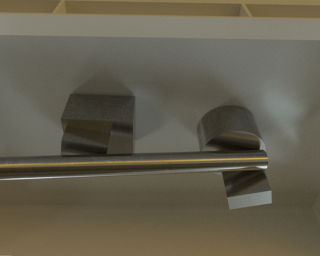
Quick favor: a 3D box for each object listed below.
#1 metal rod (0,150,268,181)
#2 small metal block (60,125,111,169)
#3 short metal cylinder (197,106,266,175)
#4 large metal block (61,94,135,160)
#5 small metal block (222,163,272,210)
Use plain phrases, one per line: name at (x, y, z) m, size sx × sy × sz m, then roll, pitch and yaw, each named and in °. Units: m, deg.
metal rod at (-0.024, 0.041, 0.349) m, size 0.302 × 0.025 × 0.025 m, roll -1°, pitch 131°, yaw -10°
small metal block at (-0.088, 0.028, 0.363) m, size 0.050 × 0.025 × 0.050 m, roll 10°, pitch 129°, yaw -9°
short metal cylinder at (0.091, 0.018, 0.407) m, size 0.081 × 0.050 × 0.079 m, roll 0°, pitch 130°, yaw 0°
large metal block at (-0.073, 0.005, 0.392) m, size 0.081 × 0.050 × 0.079 m, roll 2°, pitch 130°, yaw -2°
small metal block at (0.106, 0.069, 0.384) m, size 0.050 × 0.050 × 0.025 m, roll -11°, pitch 129°, yaw 9°
